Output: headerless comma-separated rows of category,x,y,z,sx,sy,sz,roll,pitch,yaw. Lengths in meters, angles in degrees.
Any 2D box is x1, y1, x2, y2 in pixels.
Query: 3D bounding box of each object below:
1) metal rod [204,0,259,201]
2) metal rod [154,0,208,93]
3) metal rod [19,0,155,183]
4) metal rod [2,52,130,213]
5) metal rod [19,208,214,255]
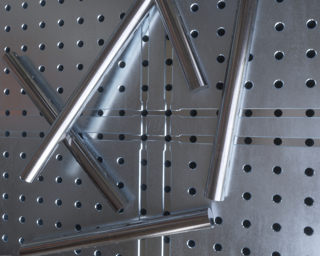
metal rod,0.092,-0.060,0.379,0.025,0.025,0.298,10,93,19
metal rod,-0.001,-0.189,0.412,0.025,0.025,0.299,-22,83,18
metal rod,-0.103,-0.052,0.429,0.025,0.025,0.299,36,94,16
metal rod,-0.146,-0.001,0.462,0.025,0.025,0.300,-44,77,14
metal rod,-0.073,0.152,0.437,0.301,0.025,0.025,-16,85,18
